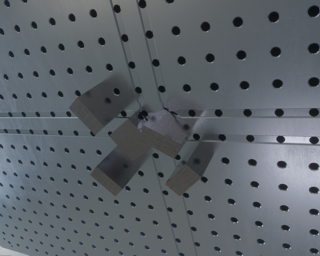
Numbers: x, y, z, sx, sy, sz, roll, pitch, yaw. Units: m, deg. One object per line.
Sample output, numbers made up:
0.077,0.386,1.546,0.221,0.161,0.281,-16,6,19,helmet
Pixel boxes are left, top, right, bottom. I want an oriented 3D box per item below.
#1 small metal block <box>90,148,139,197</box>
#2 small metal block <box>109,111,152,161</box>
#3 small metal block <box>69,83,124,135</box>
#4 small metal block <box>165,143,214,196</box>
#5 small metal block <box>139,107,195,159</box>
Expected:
-0.069,0.067,0.473,0.050,0.050,0.025,41,129,0,small metal block
-0.035,0.012,0.438,0.050,0.025,0.050,48,129,-6,small metal block
-0.086,-0.026,0.425,0.050,0.050,0.025,47,129,-5,small metal block
0.039,0.055,0.409,0.025,0.050,0.050,40,129,1,small metal block
0.009,0.005,0.394,0.050,0.050,0.025,27,128,11,small metal block
